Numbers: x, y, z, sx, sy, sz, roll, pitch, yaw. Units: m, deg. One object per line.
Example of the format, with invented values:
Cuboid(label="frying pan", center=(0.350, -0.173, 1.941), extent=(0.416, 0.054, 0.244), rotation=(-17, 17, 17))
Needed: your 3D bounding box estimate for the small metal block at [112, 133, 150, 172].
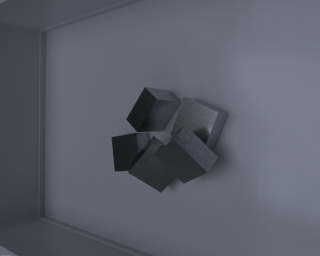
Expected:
Cuboid(label="small metal block", center=(-0.040, 0.034, 0.438), extent=(0.050, 0.025, 0.050), rotation=(-10, 84, 39))

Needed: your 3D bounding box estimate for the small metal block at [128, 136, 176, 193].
Cuboid(label="small metal block", center=(-0.004, 0.046, 0.391), extent=(0.050, 0.025, 0.050), rotation=(34, 118, -10))

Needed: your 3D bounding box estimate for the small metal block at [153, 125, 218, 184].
Cuboid(label="small metal block", center=(0.028, 0.031, 0.350), extent=(0.050, 0.025, 0.050), rotation=(45, 145, -3))

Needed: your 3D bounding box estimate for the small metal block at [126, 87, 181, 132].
Cuboid(label="small metal block", center=(-0.007, -0.022, 0.394), extent=(0.025, 0.050, 0.050), rotation=(47, 118, 29))

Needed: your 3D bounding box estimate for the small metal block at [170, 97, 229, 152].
Cuboid(label="small metal block", center=(0.046, -0.004, 0.367), extent=(0.050, 0.025, 0.050), rotation=(30, 108, 35))
